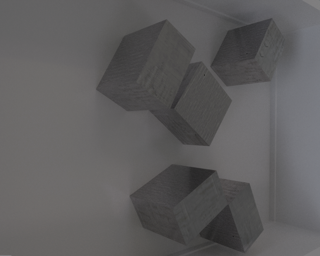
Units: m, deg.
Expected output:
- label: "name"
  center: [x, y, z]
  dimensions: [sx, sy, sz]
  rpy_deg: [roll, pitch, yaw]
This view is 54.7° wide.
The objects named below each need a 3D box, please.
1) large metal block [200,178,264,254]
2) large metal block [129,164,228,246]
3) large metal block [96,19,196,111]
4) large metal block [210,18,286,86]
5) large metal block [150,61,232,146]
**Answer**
- label: "large metal block"
  center: [0.092, 0.121, 0.448]
  dimensions: [0.050, 0.080, 0.080]
  rpy_deg: [-33, 111, -35]
- label: "large metal block"
  center: [0.023, 0.091, 0.390]
  dimensions: [0.081, 0.080, 0.050]
  rpy_deg: [-32, 110, -35]
- label: "large metal block"
  center: [-0.017, -0.067, 0.356]
  dimensions: [0.050, 0.080, 0.080]
  rpy_deg: [36, 68, -34]
- label: "large metal block"
  center: [0.139, -0.116, 0.486]
  dimensions: [0.050, 0.080, 0.080]
  rpy_deg: [42, 65, -32]
- label: "large metal block"
  center: [0.044, -0.031, 0.427]
  dimensions: [0.080, 0.050, 0.080]
  rpy_deg: [45, 63, -31]
